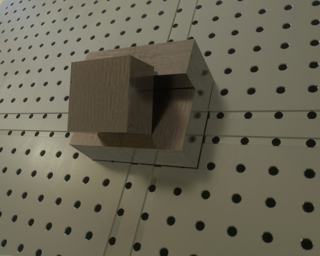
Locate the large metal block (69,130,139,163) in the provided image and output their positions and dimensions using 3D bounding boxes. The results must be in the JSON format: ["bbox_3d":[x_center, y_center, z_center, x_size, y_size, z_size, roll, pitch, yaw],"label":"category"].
[{"bbox_3d":[-0.064,-0.001,0.422,0.080,0.050,0.080,1,62,28],"label":"large metal block"}]

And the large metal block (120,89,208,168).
[{"bbox_3d":[0.007,0.000,0.384,0.080,0.050,0.080,1,62,28],"label":"large metal block"}]

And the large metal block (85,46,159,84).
[{"bbox_3d":[-0.055,-0.066,0.439,0.080,0.080,0.050,1,62,28],"label":"large metal block"}]

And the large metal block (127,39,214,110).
[{"bbox_3d":[0.016,-0.064,0.402,0.080,0.080,0.050,1,62,28],"label":"large metal block"}]

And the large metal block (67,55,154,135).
[{"bbox_3d":[-0.056,-0.034,0.355,0.080,0.050,0.080,0,86,28],"label":"large metal block"}]
